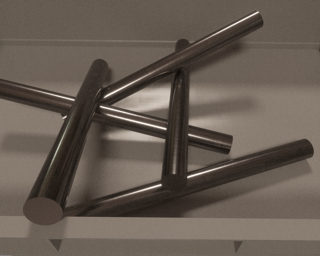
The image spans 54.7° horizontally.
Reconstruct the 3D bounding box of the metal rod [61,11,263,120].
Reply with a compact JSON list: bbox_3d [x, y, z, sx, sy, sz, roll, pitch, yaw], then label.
[{"bbox_3d":[0.006,-0.083,0.426,0.301,0.025,0.025,-28,54,-4],"label":"metal rod"}]

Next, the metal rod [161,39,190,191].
[{"bbox_3d":[0.026,-0.044,0.408,0.025,0.025,0.300,4,40,3],"label":"metal rod"}]

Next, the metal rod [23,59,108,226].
[{"bbox_3d":[-0.083,-0.018,0.332,0.025,0.025,0.300,-2,29,-2],"label":"metal rod"}]

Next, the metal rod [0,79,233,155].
[{"bbox_3d":[-0.059,-0.015,0.391,0.302,0.025,0.025,14,51,1],"label":"metal rod"}]

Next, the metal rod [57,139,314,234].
[{"bbox_3d":[0.039,0.061,0.353,0.302,0.025,0.025,-14,52,-12],"label":"metal rod"}]
